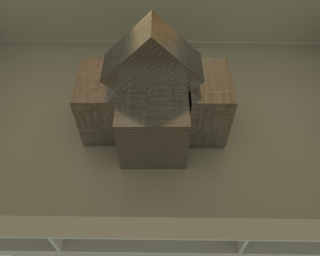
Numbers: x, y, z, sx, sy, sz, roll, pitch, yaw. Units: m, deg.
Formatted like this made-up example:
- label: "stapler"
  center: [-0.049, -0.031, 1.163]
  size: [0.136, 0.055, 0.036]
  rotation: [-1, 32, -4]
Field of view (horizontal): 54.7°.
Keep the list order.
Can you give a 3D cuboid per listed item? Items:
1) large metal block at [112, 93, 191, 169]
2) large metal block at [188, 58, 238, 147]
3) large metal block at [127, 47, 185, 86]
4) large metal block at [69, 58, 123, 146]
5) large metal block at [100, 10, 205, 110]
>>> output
- label: "large metal block"
  center: [-0.008, 0.005, 0.363]
  size: [0.081, 0.080, 0.050]
  rotation: [0, 50, 0]
- label: "large metal block"
  center: [0.059, -0.032, 0.392]
  size: [0.050, 0.080, 0.080]
  rotation: [0, 50, 0]
- label: "large metal block"
  center: [-0.008, -0.072, 0.428]
  size: [0.081, 0.080, 0.050]
  rotation: [0, 50, 0]
- label: "large metal block"
  center: [-0.074, -0.033, 0.395]
  size: [0.050, 0.080, 0.080]
  rotation: [0, 50, 0]
- label: "large metal block"
  center: [-0.008, -0.069, 0.352]
  size: [0.080, 0.080, 0.050]
  rotation: [33, 40, -33]
